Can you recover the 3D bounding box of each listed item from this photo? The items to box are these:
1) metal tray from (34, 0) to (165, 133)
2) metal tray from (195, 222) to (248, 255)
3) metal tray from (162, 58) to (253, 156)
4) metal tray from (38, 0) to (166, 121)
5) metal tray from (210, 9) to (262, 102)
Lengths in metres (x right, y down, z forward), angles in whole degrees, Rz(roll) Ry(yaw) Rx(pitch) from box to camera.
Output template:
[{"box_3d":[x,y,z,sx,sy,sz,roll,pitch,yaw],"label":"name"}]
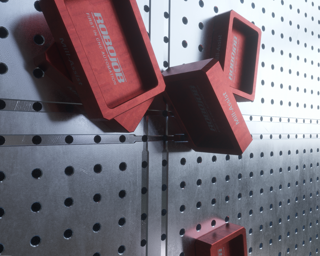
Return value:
[{"box_3d":[-0.061,-0.066,0.356,0.130,0.030,0.090,44,63,-31],"label":"metal tray"},{"box_3d":[0.103,0.230,0.495,0.091,0.030,0.129,-9,96,-40],"label":"metal tray"},{"box_3d":[0.059,-0.024,0.418,0.030,0.090,0.130,-45,117,-31],"label":"metal tray"},{"box_3d":[-0.053,-0.083,0.322,0.091,0.030,0.129,-32,110,-36],"label":"metal tray"},{"box_3d":[0.125,-0.115,0.513,0.091,0.030,0.129,13,82,-40],"label":"metal tray"}]
